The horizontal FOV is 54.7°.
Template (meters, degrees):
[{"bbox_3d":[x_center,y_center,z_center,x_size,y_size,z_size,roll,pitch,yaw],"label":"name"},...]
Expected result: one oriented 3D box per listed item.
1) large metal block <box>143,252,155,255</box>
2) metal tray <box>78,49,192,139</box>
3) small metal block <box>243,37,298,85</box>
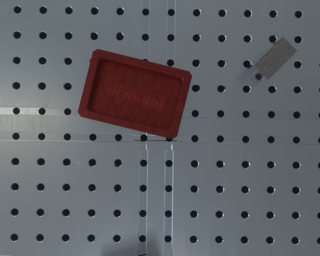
[{"bbox_3d":[-0.035,0.220,0.401,0.080,0.050,0.080,-16,90,0],"label":"large metal block"},{"bbox_3d":[-0.032,-0.044,0.410,0.131,0.030,0.090,14,90,0],"label":"metal tray"},{"bbox_3d":[0.141,-0.085,0.402,0.025,0.050,0.050,45,90,0],"label":"small metal block"}]
